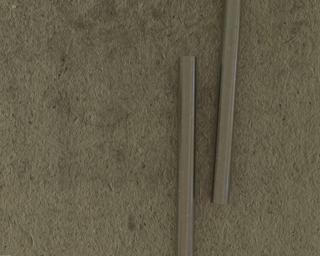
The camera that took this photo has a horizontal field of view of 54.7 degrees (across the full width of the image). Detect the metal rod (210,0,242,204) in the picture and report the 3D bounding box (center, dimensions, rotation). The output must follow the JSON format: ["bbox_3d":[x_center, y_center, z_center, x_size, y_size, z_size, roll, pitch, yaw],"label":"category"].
[{"bbox_3d":[0.089,-0.051,0.411,0.025,0.025,0.298,4,90,-1],"label":"metal rod"}]

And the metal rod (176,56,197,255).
[{"bbox_3d":[0.035,0.056,0.410,0.025,0.025,0.298,1,90,-1],"label":"metal rod"}]
